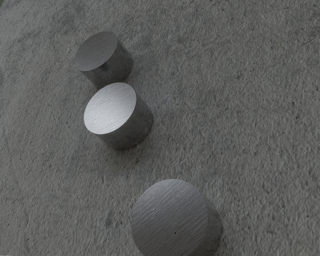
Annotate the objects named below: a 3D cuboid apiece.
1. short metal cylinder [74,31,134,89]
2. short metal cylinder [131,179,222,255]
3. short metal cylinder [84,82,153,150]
[{"bbox_3d":[-0.091,-0.109,0.503,0.080,0.050,0.080,-13,56,21],"label":"short metal cylinder"},{"bbox_3d":[0.018,0.099,0.318,0.080,0.050,0.080,-13,56,21],"label":"short metal cylinder"},{"bbox_3d":[-0.056,-0.016,0.427,0.080,0.050,0.080,-13,56,21],"label":"short metal cylinder"}]
